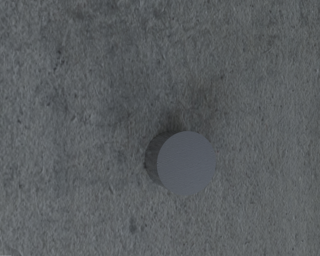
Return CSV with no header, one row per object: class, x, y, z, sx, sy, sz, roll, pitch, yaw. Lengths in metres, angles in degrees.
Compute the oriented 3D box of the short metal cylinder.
short metal cylinder,0.025,0.043,0.406,0.081,0.050,0.079,0,90,-21
